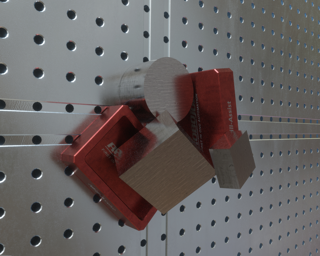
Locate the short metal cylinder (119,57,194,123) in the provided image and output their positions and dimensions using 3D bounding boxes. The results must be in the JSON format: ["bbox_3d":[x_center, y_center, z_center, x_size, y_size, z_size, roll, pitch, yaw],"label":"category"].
[{"bbox_3d":[-0.004,-0.045,0.391,0.081,0.050,0.079,0,90,-40],"label":"short metal cylinder"}]

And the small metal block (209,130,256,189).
[{"bbox_3d":[0.086,0.036,0.360,0.050,0.025,0.050,-35,113,-47],"label":"small metal block"}]

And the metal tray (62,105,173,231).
[{"bbox_3d":[-0.040,0.048,0.373,0.090,0.030,0.130,-51,120,-28],"label":"metal tray"}]

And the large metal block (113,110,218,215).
[{"bbox_3d":[0.006,0.040,0.359,0.080,0.050,0.080,-39,121,6],"label":"large metal block"}]

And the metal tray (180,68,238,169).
[{"bbox_3d":[0.059,-0.010,0.418,0.030,0.090,0.129,-12,98,-40],"label":"metal tray"}]
